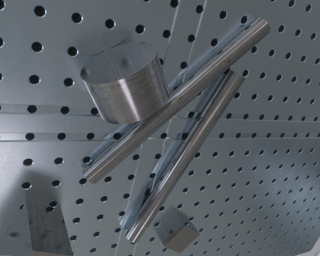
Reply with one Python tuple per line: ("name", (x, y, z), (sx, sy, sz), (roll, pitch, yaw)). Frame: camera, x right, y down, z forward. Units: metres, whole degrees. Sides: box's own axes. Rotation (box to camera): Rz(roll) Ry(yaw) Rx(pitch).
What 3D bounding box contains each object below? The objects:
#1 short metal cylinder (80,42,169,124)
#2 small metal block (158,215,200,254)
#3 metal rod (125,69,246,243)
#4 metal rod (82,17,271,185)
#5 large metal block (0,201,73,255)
("short metal cylinder", (-0.035, -0.049, 0.326), (0.080, 0.080, 0.050), (-28, 128, -11))
("small metal block", (0.034, 0.189, 0.547), (0.050, 0.025, 0.050), (-46, 129, 4))
("metal rod", (0.031, 0.050, 0.459), (0.025, 0.025, 0.299), (21, 107, -36))
("metal rod", (0.021, -0.035, 0.401), (0.300, 0.025, 0.025), (-41, 130, 0))
("large metal block", (-0.159, 0.153, 0.384), (0.050, 0.080, 0.080), (28, 103, -38))
